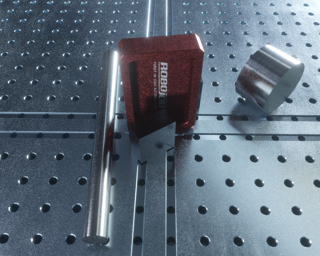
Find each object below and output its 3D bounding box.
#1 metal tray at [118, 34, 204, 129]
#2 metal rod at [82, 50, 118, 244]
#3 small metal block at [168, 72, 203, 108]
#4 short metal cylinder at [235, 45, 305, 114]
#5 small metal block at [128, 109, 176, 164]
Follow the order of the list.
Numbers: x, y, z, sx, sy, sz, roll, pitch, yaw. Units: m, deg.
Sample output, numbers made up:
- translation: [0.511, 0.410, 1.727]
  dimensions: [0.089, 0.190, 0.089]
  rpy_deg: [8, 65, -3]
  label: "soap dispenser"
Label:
- translation: [0.001, -0.049, 0.380]
  dimensions: [0.091, 0.129, 0.030]
  rpy_deg: [-6, 51, -5]
  label: "metal tray"
- translation: [-0.072, -0.002, 0.408]
  dimensions: [0.025, 0.025, 0.300]
  rpy_deg: [-2, 50, -2]
  label: "metal rod"
- translation: [0.031, -0.053, 0.436]
  dimensions: [0.050, 0.050, 0.025]
  rpy_deg: [-4, 50, -4]
  label: "small metal block"
- translation: [0.151, -0.067, 0.429]
  dimensions: [0.080, 0.080, 0.050]
  rpy_deg: [-33, 57, -24]
  label: "short metal cylinder"
- translation: [-0.009, 0.010, 0.382]
  dimensions: [0.050, 0.050, 0.025]
  rpy_deg: [-26, 55, -20]
  label: "small metal block"
